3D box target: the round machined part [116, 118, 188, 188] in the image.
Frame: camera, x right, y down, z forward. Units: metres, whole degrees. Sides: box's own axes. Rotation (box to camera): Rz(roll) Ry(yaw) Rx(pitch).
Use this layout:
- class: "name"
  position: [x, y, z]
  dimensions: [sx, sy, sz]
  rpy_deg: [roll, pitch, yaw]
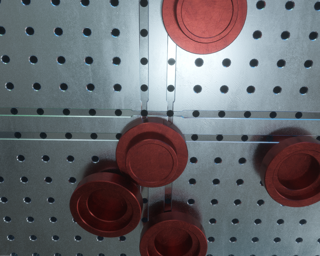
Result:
- class: "round machined part"
  position: [-0.011, 0.039, 0.418]
  dimensions: [0.099, 0.042, 0.097]
  rpy_deg: [0, 110, 0]

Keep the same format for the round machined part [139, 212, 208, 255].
- class: "round machined part"
  position: [0.019, 0.166, 0.465]
  dimensions: [0.099, 0.042, 0.097]
  rpy_deg: [0, 110, 0]

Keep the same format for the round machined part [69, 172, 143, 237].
- class: "round machined part"
  position: [-0.072, 0.103, 0.437]
  dimensions: [0.098, 0.042, 0.097]
  rpy_deg: [2, 115, 4]

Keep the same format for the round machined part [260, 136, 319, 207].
- class: "round machined part"
  position: [0.187, 0.056, 0.426]
  dimensions: [0.099, 0.042, 0.097]
  rpy_deg: [0, 110, 0]

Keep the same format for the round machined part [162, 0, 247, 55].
- class: "round machined part"
  position: [0.051, -0.134, 0.355]
  dimensions: [0.099, 0.042, 0.097]
  rpy_deg: [0, 110, 0]
